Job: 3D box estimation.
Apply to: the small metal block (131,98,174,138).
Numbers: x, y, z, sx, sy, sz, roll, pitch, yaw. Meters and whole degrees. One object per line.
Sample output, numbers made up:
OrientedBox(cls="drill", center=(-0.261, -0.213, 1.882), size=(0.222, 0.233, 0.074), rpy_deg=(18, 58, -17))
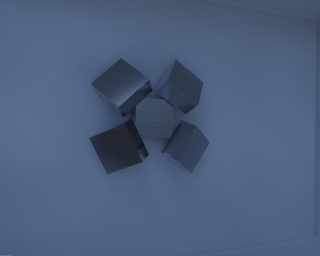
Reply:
OrientedBox(cls="small metal block", center=(-0.011, -0.012, 0.404), size=(0.050, 0.025, 0.050), rpy_deg=(2, 90, -20))

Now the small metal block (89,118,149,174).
OrientedBox(cls="small metal block", center=(-0.049, 0.022, 0.378), size=(0.050, 0.025, 0.050), rpy_deg=(-21, 99, 19))

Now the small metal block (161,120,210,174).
OrientedBox(cls="small metal block", center=(0.035, 0.026, 0.409), size=(0.050, 0.025, 0.050), rpy_deg=(-58, 141, -11))

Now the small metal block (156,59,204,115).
OrientedBox(cls="small metal block", center=(0.027, -0.054, 0.405), size=(0.050, 0.025, 0.050), rpy_deg=(37, 41, -17))

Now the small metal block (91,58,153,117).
OrientedBox(cls="small metal block", center=(-0.046, -0.050, 0.378), size=(0.050, 0.025, 0.050), rpy_deg=(40, 75, 23))
